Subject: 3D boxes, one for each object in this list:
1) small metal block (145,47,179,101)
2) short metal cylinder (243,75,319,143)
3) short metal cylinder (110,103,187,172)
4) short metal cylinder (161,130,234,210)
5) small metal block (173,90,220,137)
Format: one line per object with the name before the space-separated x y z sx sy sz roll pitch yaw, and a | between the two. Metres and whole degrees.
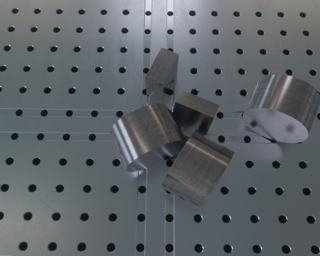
small metal block | 0.003 -0.072 0.425 0.025 0.050 0.050 24 72 8
short metal cylinder | 0.153 -0.023 0.392 0.080 0.080 0.050 25 72 9
short metal cylinder | -0.014 0.013 0.378 0.080 0.080 0.050 -23 72 -8
short metal cylinder | 0.045 0.049 0.365 0.050 0.080 0.080 31 73 10
small metal block | 0.043 -0.014 0.401 0.050 0.050 0.025 23 49 8
